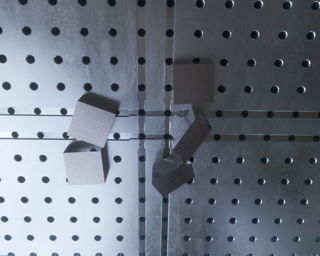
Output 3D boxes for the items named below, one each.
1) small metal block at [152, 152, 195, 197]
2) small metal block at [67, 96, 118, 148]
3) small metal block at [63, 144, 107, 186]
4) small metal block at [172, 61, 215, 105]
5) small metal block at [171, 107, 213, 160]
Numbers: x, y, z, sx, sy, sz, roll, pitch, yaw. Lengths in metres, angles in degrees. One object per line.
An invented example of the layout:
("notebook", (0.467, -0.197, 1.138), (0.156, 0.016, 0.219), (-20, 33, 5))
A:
("small metal block", (0.017, 0.059, 0.422), (0.050, 0.050, 0.025), (-35, 107, 11))
("small metal block", (-0.089, -0.008, 0.409), (0.050, 0.025, 0.050), (20, 109, -8))
("small metal block", (-0.102, 0.051, 0.431), (0.050, 0.025, 0.050), (-3, 110, 0))
("small metal block", (0.041, -0.058, 0.393), (0.050, 0.025, 0.050), (-2, 110, 0))
("small metal block", (0.039, 0.006, 0.403), (0.025, 0.050, 0.050), (32, 107, -11))
